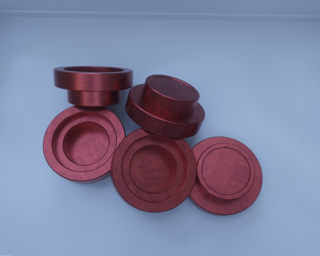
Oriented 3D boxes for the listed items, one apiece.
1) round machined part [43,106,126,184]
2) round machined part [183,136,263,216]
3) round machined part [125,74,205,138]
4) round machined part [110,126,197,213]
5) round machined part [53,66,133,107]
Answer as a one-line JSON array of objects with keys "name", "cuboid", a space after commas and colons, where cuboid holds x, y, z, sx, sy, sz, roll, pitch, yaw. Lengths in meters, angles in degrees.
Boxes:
[{"name": "round machined part", "cuboid": [-0.090, 0.022, 0.389, 0.099, 0.042, 0.098, 0, 70, -1]}, {"name": "round machined part", "cuboid": [0.077, 0.056, 0.379, 0.099, 0.042, 0.098, 0, 70, -1]}, {"name": "round machined part", "cuboid": [0.010, -0.033, 0.382, 0.099, 0.042, 0.098, 15, 30, -8]}, {"name": "round machined part", "cuboid": [-0.010, 0.050, 0.368, 0.099, 0.042, 0.098, 3, 76, -13]}, {"name": "round machined part", "cuboid": [-0.084, -0.054, 0.399, 0.099, 0.098, 0.042, 3, 106, 0]}]
